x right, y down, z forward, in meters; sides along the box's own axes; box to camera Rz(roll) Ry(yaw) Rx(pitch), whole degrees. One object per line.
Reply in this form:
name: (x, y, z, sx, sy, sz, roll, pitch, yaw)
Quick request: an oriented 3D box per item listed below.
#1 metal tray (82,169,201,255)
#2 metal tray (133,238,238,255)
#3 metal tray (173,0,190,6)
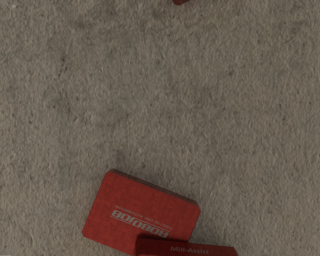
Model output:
metal tray: (-0.024, 0.119, 0.407, 0.131, 0.030, 0.090, 22, 90, -1)
metal tray: (0.028, 0.190, 0.388, 0.131, 0.030, 0.089, 8, 107, -7)
metal tray: (0.059, -0.234, 0.408, 0.131, 0.030, 0.090, -27, 90, -1)
